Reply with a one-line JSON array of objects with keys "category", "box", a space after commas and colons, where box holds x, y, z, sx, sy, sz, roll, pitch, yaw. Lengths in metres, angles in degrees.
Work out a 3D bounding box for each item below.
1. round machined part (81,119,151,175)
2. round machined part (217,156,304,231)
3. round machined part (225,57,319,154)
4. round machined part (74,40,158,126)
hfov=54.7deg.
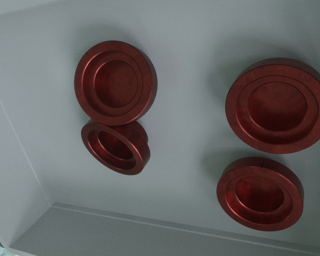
[{"category": "round machined part", "box": [-0.056, 0.017, 0.428, 0.098, 0.042, 0.097, 21, 141, 18]}, {"category": "round machined part", "box": [0.123, 0.075, 0.379, 0.098, 0.042, 0.097, 13, 124, 21]}, {"category": "round machined part", "box": [0.121, -0.025, 0.318, 0.098, 0.042, 0.097, 13, 124, 21]}, {"category": "round machined part", "box": [-0.050, -0.053, 0.375, 0.098, 0.042, 0.097, 2, 96, 16]}]
